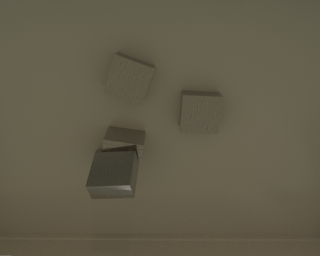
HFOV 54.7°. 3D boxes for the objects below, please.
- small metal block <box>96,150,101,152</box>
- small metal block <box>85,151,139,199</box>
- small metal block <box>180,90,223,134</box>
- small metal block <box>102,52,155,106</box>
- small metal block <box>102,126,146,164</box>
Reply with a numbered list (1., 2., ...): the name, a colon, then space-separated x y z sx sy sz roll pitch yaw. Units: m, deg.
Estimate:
1. small metal block: -0.062 0.052 0.414 0.050 0.050 0.025 -5 120 1
2. small metal block: -0.054 0.055 0.365 0.050 0.050 0.025 -3 134 8
3. small metal block: 0.052 -0.021 0.404 0.050 0.025 0.050 3 110 -2
4. small metal block: -0.039 -0.062 0.388 0.050 0.025 0.050 19 109 -8
5. small metal block: -0.046 0.021 0.405 0.050 0.050 0.025 9 110 -4
